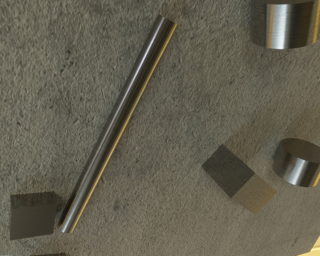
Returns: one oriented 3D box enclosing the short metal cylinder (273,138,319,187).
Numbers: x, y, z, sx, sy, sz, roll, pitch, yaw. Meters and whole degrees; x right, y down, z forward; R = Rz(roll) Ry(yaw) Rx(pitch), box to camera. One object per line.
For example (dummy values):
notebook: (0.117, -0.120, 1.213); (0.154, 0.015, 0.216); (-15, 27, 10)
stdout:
short metal cylinder: (0.247, 0.059, 0.546); (0.081, 0.080, 0.050); (-5, 121, -27)

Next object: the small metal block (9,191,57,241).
small metal block: (-0.160, 0.109, 0.388); (0.050, 0.025, 0.050); (0, 118, -29)

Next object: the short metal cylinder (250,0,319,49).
short metal cylinder: (0.151, -0.134, 0.373); (0.081, 0.080, 0.050); (-21, 127, -16)

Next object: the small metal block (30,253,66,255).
small metal block: (-0.166, 0.210, 0.447); (0.050, 0.025, 0.050); (10, 113, -33)

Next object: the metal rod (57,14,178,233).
metal rod: (-0.059, 0.008, 0.380); (0.025, 0.025, 0.298); (17, 109, -35)

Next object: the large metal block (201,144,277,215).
large metal block: (0.125, 0.081, 0.492); (0.050, 0.080, 0.080); (-48, 129, 5)
